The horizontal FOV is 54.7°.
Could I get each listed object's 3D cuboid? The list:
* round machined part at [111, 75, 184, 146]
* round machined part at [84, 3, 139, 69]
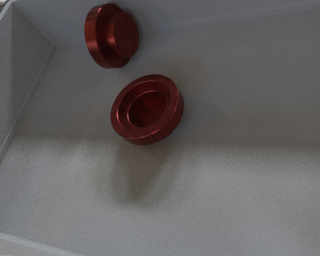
[{"bbox_3d":[-0.013,-0.020,0.414,0.098,0.042,0.098,-13,56,21],"label":"round machined part"},{"bbox_3d":[-0.068,-0.143,0.483,0.042,0.098,0.098,1,62,29],"label":"round machined part"}]
